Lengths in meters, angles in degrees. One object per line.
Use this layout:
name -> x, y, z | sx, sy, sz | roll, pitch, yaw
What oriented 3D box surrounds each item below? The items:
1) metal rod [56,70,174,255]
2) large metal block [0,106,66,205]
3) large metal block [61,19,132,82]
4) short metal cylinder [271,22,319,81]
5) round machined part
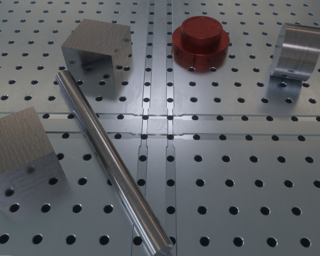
metal rod -> -0.072, 0.022, 0.388 | 0.025, 0.025, 0.300 | -24, 54, -19
large metal block -> -0.170, 0.031, 0.364 | 0.081, 0.050, 0.080 | -25, 54, -19
large metal block -> -0.098, -0.126, 0.497 | 0.080, 0.050, 0.080 | 12, 51, 10
short metal cylinder -> 0.205, -0.115, 0.470 | 0.050, 0.080, 0.080 | 12, 51, 10
round machined part -> 0.069, -0.154, 0.527 | 0.099, 0.042, 0.098 | 0, 50, 0
